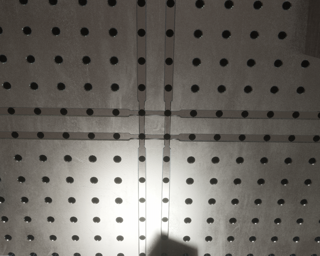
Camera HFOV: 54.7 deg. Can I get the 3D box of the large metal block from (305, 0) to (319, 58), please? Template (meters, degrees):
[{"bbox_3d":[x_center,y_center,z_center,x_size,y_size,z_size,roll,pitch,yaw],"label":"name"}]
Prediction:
[{"bbox_3d":[0.222,-0.125,0.357,0.081,0.050,0.079,-4,110,1],"label":"large metal block"}]
